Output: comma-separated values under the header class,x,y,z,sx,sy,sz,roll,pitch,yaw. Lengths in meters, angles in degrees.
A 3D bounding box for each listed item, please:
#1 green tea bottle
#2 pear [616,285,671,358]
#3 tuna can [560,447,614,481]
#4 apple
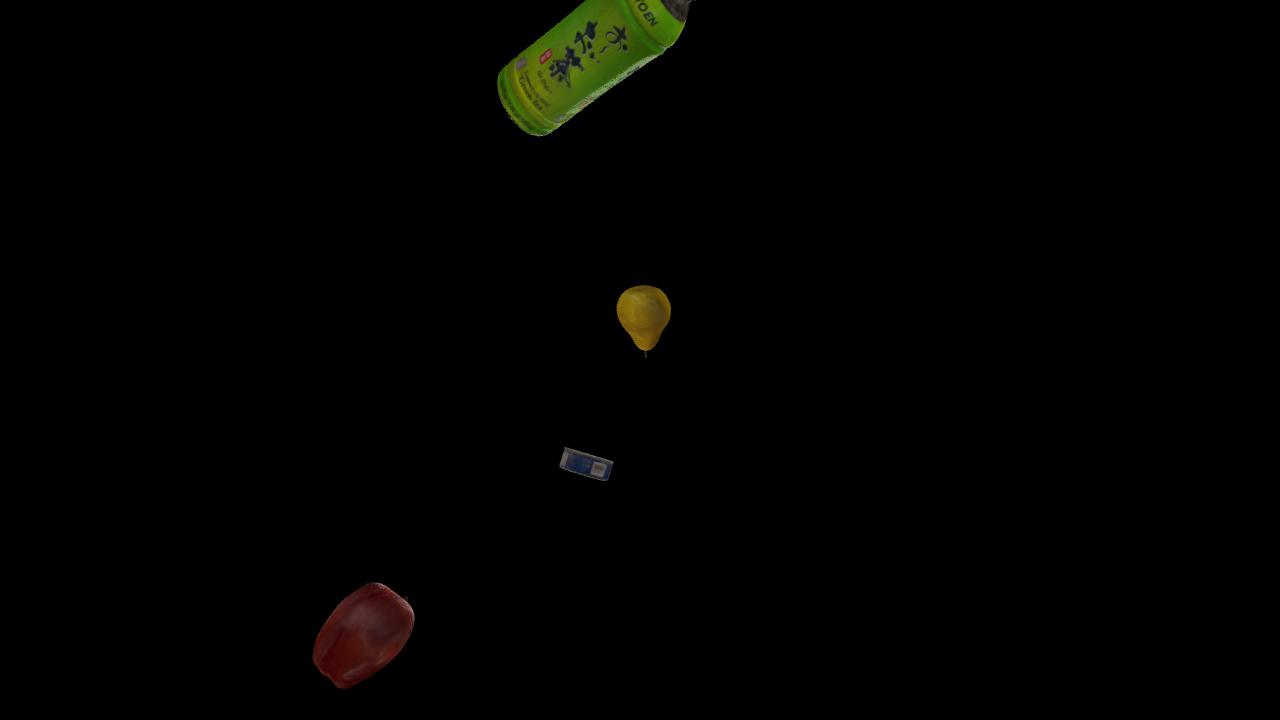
class,x,y,z,sx,sy,sz,roll,pitch,yaw
green tea bottle,-0.028,-0.270,0.516,0.212,0.073,0.073,-23,-13,34
pear,0.006,-0.048,0.877,0.080,0.111,0.080,-6,21,2
tuna can,-0.087,0.169,0.996,0.084,0.034,0.084,16,-9,2
apple,-0.262,0.262,0.590,0.079,0.079,0.093,0,34,41
